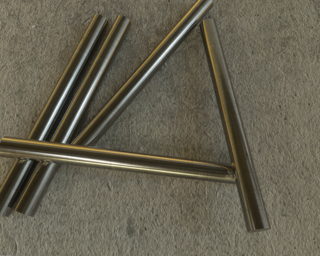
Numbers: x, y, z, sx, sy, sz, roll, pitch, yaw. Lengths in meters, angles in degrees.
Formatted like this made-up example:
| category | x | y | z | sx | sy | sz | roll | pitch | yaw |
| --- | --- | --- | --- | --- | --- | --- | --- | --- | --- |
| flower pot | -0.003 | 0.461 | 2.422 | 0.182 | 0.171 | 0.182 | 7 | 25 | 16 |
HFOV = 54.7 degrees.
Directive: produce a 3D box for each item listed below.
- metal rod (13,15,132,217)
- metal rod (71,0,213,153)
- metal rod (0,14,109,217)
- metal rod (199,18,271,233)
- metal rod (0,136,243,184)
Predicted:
| category | x | y | z | sx | sy | sz | roll | pitch | yaw |
| --- | --- | --- | --- | --- | --- | --- | --- | --- | --- |
| metal rod | -0.109 | -0.030 | 0.417 | 0.025 | 0.025 | 0.300 | 20 | 71 | 7 |
| metal rod | -0.018 | -0.082 | 0.437 | 0.025 | 0.025 | 0.300 | 35 | 73 | 12 |
| metal rod | -0.141 | -0.030 | 0.418 | 0.025 | 0.025 | 0.300 | 19 | 71 | 7 |
| metal rod | 0.089 | -0.023 | 0.398 | 0.025 | 0.025 | 0.299 | -6 | 63 | -2 |
| metal rod | -0.035 | 0.041 | 0.376 | 0.302 | 0.025 | 0.025 | 7 | 70 | -4 |
